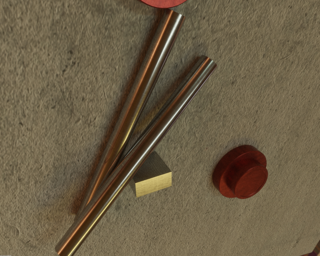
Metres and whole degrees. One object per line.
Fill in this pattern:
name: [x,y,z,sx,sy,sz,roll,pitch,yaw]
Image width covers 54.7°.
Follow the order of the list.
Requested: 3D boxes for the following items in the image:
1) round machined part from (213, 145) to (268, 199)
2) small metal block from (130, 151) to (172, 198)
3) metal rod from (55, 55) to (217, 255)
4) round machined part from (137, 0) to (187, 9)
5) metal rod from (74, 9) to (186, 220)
round machined part: [0.142,0.081,0.524,0.099,0.042,0.097,-14,124,-21]
small metal block: [-0.018,0.061,0.419,0.050,0.050,0.025,-15,125,-21]
metal rod: [-0.029,0.035,0.387,0.025,0.025,0.300,38,89,-39]
round machined part: [0.007,-0.166,0.297,0.099,0.042,0.097,-14,124,-21]
metal rod: [-0.045,0.002,0.383,0.025,0.025,0.298,14,111,-34]
